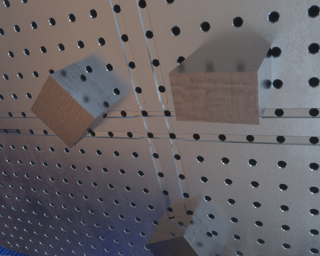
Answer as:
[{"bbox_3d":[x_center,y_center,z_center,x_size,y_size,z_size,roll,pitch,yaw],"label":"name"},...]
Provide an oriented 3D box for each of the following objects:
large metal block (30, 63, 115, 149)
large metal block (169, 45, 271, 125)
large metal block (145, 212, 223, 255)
[{"bbox_3d":[-0.125,-0.031,0.443,0.080,0.050,0.080,45,129,-3],"label":"large metal block"},{"bbox_3d":[0.065,-0.046,0.313,0.080,0.080,0.050,4,120,26],"label":"large metal block"},{"bbox_3d":[0.039,0.189,0.492,0.080,0.050,0.080,-29,103,37],"label":"large metal block"}]
